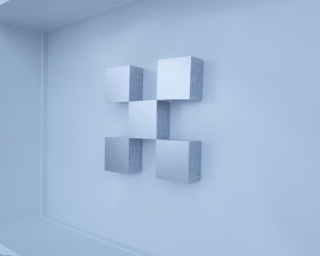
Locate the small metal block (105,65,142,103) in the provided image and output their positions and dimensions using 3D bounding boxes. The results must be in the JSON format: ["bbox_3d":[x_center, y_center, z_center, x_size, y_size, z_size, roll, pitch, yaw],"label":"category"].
[{"bbox_3d":[-0.053,-0.062,0.448,0.050,0.025,0.050,2,92,40],"label":"small metal block"}]

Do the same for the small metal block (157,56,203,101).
[{"bbox_3d":[0.024,-0.060,0.384,0.050,0.025,0.050,3,92,40],"label":"small metal block"}]

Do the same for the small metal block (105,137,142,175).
[{"bbox_3d":[-0.054,0.038,0.449,0.050,0.025,0.050,1,91,40],"label":"small metal block"}]

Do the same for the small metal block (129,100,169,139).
[{"bbox_3d":[-0.015,-0.011,0.417,0.050,0.025,0.050,1,91,40],"label":"small metal block"}]

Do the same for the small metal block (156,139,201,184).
[{"bbox_3d":[0.022,0.040,0.386,0.050,0.025,0.050,2,91,40],"label":"small metal block"}]
